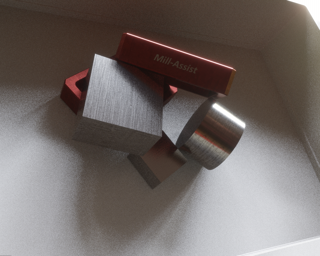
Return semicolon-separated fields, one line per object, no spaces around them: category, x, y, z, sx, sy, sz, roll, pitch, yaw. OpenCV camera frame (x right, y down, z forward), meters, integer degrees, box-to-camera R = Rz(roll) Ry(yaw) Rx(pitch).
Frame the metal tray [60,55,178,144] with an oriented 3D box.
metal tray;-0.049;-0.047;0.403;0.090;0.030;0.131;47;51;4

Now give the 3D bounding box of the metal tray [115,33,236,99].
metal tray;0.017;-0.071;0.379;0.131;0.090;0.030;18;92;-1

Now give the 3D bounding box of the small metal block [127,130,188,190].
small metal block;-0.003;0.038;0.380;0.050;0.025;0.050;-33;80;-38

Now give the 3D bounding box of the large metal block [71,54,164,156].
large metal block;-0.044;-0.023;0.338;0.081;0.050;0.080;15;56;-20

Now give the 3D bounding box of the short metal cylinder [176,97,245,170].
short metal cylinder;0.064;0.007;0.401;0.050;0.080;0.080;34;51;-6
